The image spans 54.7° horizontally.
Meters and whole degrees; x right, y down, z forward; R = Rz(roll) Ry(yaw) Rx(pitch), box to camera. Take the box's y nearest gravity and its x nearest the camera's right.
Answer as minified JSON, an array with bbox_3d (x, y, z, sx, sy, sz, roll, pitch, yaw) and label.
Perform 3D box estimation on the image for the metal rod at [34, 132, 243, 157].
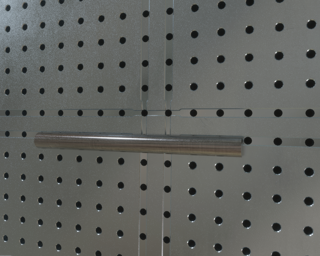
[{"bbox_3d":[-0.042,0.021,0.426,0.301,0.025,0.025,1,90,19],"label":"metal rod"}]
